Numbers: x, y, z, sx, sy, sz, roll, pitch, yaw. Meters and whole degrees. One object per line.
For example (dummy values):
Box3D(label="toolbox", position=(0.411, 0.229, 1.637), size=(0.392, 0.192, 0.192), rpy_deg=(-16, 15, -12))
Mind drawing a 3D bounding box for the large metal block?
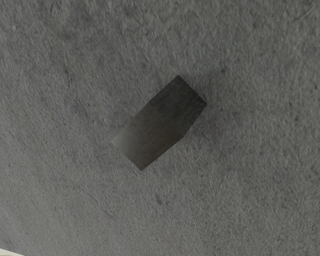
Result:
Box3D(label="large metal block", position=(0.000, -0.007, 0.368), size=(0.050, 0.080, 0.080), rpy_deg=(45, 129, -3))
